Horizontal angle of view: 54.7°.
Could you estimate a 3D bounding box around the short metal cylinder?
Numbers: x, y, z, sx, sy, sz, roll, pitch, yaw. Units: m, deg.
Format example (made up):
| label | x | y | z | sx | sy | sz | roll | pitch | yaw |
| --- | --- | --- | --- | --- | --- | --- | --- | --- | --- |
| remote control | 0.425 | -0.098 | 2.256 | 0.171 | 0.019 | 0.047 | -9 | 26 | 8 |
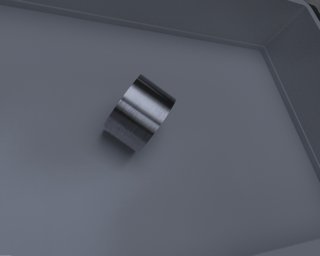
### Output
| label | x | y | z | sx | sy | sz | roll | pitch | yaw |
| --- | --- | --- | --- | --- | --- | --- | --- | --- | --- |
| short metal cylinder | -0.025 | -0.017 | 0.369 | 0.050 | 0.080 | 0.080 | 36 | 51 | -5 |
